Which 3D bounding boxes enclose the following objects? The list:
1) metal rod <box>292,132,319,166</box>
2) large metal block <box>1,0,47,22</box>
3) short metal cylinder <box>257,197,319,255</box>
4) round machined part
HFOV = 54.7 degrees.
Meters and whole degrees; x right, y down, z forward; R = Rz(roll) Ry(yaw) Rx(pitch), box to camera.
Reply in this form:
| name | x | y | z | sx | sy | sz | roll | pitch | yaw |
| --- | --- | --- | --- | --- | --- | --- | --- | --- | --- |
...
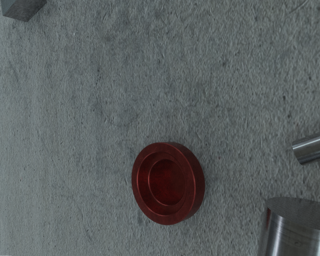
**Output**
| name | x | y | z | sx | sy | sz | roll | pitch | yaw |
| --- | --- | --- | --- | --- | --- | --- | --- | --- | --- |
| metal rod | 0.239 | -0.031 | 0.207 | 0.299 | 0.025 | 0.025 | -27 | 73 | 36 |
| large metal block | -0.275 | -0.272 | 0.616 | 0.080 | 0.050 | 0.080 | -20 | 77 | 38 |
| short metal cylinder | 0.128 | 0.096 | 0.264 | 0.080 | 0.081 | 0.050 | 12 | 98 | 39 |
| round machined part | 0.014 | 0.066 | 0.382 | 0.098 | 0.042 | 0.097 | 0 | 90 | 40 |
